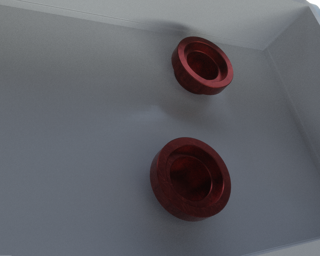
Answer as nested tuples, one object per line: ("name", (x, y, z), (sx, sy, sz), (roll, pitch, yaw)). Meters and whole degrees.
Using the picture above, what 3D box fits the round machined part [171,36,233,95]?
("round machined part", (0.061, -0.091, 0.483), (0.099, 0.042, 0.098), (14, 56, -21))

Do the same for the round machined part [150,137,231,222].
("round machined part", (0.033, 0.064, 0.373), (0.099, 0.042, 0.098), (14, 56, -21))
